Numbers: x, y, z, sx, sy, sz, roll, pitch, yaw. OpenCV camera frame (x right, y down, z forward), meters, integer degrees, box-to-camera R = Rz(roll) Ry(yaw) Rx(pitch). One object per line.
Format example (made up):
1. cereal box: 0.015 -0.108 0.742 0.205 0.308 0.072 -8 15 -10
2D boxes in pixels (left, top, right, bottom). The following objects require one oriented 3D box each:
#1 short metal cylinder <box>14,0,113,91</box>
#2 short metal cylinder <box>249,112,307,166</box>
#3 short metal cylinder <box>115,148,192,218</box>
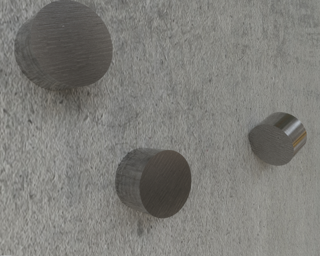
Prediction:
1. short metal cylinder: -0.095 -0.079 0.308 0.081 0.050 0.080 0 90 -40
2. short metal cylinder: 0.205 0.019 0.541 0.050 0.080 0.080 -32 110 -35
3. short metal cylinder: -0.007 0.065 0.382 0.081 0.050 0.080 0 90 -40
